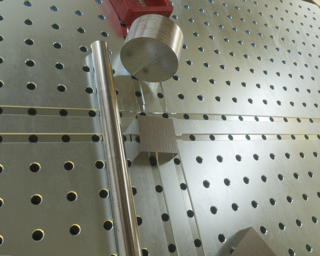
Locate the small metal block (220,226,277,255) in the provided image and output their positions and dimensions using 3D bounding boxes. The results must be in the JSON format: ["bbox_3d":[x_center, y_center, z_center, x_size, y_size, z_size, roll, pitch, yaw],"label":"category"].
[{"bbox_3d":[0.107,0.156,0.370,0.050,0.025,0.050,-34,81,-38],"label":"small metal block"}]

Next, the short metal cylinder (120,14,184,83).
[{"bbox_3d":[-0.010,-0.110,0.434,0.080,0.080,0.050,23,53,-14],"label":"short metal cylinder"}]

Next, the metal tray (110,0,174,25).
[{"bbox_3d":[-0.045,-0.235,0.523,0.091,0.030,0.130,-16,70,-35],"label":"metal tray"}]

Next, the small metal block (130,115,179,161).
[{"bbox_3d":[-0.008,0.013,0.396,0.050,0.025,0.050,5,59,-26],"label":"small metal block"}]

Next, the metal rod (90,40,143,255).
[{"bbox_3d":[-0.055,0.019,0.366,0.025,0.025,0.299,2,61,-27],"label":"metal rod"}]
